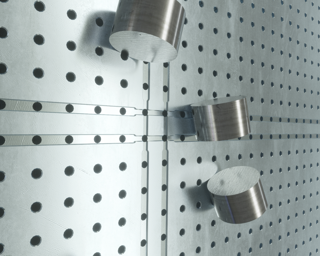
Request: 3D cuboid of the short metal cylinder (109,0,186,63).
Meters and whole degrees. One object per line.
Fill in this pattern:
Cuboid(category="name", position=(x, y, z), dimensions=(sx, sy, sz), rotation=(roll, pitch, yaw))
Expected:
Cuboid(category="short metal cylinder", position=(-0.014, -0.116, 0.363), dimensions=(0.080, 0.080, 0.050), rotation=(19, 78, -39))

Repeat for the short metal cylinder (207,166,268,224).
Cuboid(category="short metal cylinder", position=(0.119, 0.101, 0.476), dimensions=(0.081, 0.080, 0.050), rotation=(-33, 111, -35))

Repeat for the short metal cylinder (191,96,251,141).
Cuboid(category="short metal cylinder", position=(0.088, -0.015, 0.450), dimensions=(0.081, 0.080, 0.050), rotation=(-18, 102, -39))
